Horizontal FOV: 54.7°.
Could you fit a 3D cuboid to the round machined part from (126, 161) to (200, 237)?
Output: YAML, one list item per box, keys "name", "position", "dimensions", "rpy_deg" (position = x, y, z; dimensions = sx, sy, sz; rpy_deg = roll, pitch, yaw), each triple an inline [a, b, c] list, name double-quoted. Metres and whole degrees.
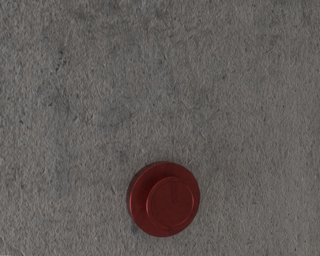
- name: "round machined part"
  position: [0.009, 0.094, 0.403]
  dimensions: [0.099, 0.042, 0.097]
  rpy_deg: [0, 90, -20]
